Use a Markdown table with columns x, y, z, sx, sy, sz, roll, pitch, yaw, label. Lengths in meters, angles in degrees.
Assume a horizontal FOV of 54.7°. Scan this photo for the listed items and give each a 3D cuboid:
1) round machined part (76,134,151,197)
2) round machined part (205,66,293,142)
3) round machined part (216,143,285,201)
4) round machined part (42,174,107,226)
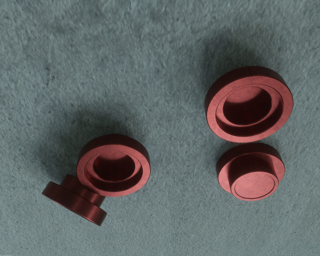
| x | y | z | sx | sy | sz | roll | pitch | yaw | label |
| --- | --- | --- | --- | --- | --- | --- | --- | --- | --- |
| -0.064 | 0.047 | 0.431 | 0.099 | 0.042 | 0.097 | -3 | 126 | -4 | round machined part |
| 0.102 | -0.032 | 0.371 | 0.099 | 0.042 | 0.097 | -1 | 130 | 0 | round machined part |
| 0.135 | 0.071 | 0.459 | 0.099 | 0.042 | 0.097 | -1 | 130 | 0 | round machined part |
| -0.121 | 0.104 | 0.462 | 0.098 | 0.042 | 0.098 | 25 | 158 | 11 | round machined part |
